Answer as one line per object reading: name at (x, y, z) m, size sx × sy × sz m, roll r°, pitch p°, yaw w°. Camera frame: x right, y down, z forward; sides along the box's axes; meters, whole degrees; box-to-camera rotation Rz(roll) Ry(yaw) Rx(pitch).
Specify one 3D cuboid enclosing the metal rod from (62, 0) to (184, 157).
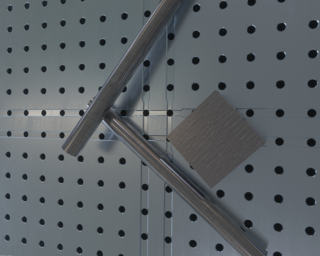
metal rod at (-0.037, -0.090, 0.407) m, size 0.025 × 0.025 × 0.299 m, roll 36°, pitch 95°, yaw 16°

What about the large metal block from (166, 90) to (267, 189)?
large metal block at (0.069, 0.013, 0.375) m, size 0.080 × 0.050 × 0.080 m, roll -45°, pitch 76°, yaw 14°

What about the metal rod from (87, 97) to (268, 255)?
metal rod at (0.012, 0.060, 0.408) m, size 0.300 × 0.025 × 0.025 m, roll 42°, pitch 103°, yaw 15°
